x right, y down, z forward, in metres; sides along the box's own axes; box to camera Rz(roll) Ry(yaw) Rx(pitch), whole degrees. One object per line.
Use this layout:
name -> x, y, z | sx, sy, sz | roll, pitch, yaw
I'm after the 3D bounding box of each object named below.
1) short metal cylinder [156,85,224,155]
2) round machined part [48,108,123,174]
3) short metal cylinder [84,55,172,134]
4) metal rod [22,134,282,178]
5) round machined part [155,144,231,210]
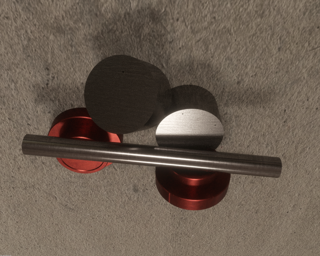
short metal cylinder -> 0.035, -0.007, 0.386 | 0.081, 0.050, 0.079 | -1, 130, 0
round machined part -> -0.101, 0.024, 0.415 | 0.099, 0.042, 0.097 | -1, 130, 0
short metal cylinder -> -0.033, -0.035, 0.334 | 0.080, 0.050, 0.079 | 1, 94, 18
metal rod -> -0.009, 0.033, 0.370 | 0.302, 0.025, 0.025 | 5, 130, 0
round machined part -> 0.043, 0.055, 0.407 | 0.099, 0.098, 0.042 | 0, 131, 0
